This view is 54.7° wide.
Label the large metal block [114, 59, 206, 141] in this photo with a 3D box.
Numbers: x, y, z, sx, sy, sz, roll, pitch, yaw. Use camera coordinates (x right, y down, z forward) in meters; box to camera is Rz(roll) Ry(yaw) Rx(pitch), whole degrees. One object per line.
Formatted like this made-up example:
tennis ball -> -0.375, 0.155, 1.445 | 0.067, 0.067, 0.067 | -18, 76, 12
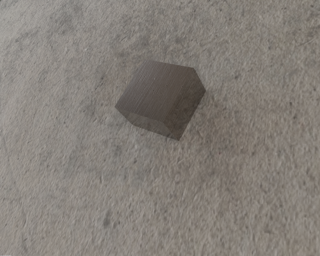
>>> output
large metal block -> 0.002, -0.039, 0.410 | 0.080, 0.050, 0.080 | 18, 71, 35
